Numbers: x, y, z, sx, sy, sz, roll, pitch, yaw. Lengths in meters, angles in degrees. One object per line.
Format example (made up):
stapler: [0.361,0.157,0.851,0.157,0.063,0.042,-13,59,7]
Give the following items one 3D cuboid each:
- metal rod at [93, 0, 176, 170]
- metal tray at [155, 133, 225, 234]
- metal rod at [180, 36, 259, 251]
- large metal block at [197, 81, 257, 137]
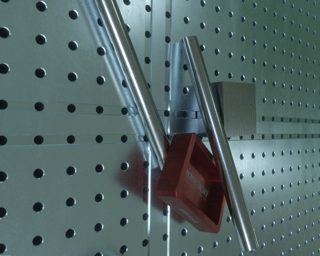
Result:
metal rod: [-0.040,-0.083,0.375,0.025,0.025,0.298,-33,111,-35]
metal tray: [0.051,0.077,0.423,0.130,0.030,0.090,49,49,-40]
metal rod: [0.080,0.016,0.429,0.025,0.025,0.299,-11,82,-40]
large metal block: [0.104,-0.028,0.480,0.081,0.050,0.079,-4,93,-40]
